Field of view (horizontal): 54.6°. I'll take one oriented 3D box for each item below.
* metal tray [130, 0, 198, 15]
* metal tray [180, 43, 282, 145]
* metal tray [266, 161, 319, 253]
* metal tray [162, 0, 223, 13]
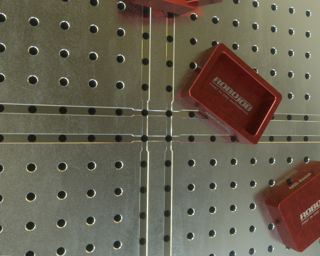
[{"bbox_3d":[0.005,-0.220,0.393,0.091,0.030,0.129,-2,91,-36],"label":"metal tray"},{"bbox_3d":[0.105,-0.046,0.448,0.130,0.030,0.090,35,79,-17],"label":"metal tray"},{"bbox_3d":[0.242,0.123,0.499,0.131,0.030,0.090,-29,100,-18],"label":"metal tray"},{"bbox_3d":[0.033,-0.227,0.406,0.090,0.030,0.129,-11,94,0],"label":"metal tray"}]
